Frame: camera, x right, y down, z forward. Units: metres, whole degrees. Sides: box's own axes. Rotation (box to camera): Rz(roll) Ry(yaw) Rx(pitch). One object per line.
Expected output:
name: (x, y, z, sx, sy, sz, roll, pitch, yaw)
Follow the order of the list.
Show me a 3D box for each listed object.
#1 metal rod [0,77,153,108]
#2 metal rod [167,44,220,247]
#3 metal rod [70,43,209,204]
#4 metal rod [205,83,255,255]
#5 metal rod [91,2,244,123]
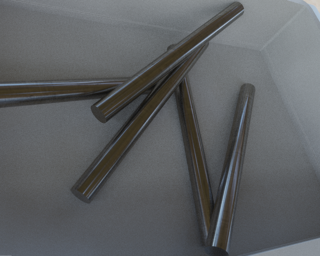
metal rod: (-0.111, -0.040, 0.337, 0.302, 0.025, 0.025, -12, 68, -45)
metal rod: (0.042, 0.004, 0.427, 0.025, 0.025, 0.299, 6, 59, -25)
metal rod: (-0.009, -0.032, 0.401, 0.025, 0.025, 0.301, 38, 57, -3)
metal rod: (0.104, 0.031, 0.425, 0.025, 0.025, 0.301, 33, 45, -8)
metal rod: (0.027, -0.103, 0.425, 0.025, 0.025, 0.301, 46, 60, 3)
